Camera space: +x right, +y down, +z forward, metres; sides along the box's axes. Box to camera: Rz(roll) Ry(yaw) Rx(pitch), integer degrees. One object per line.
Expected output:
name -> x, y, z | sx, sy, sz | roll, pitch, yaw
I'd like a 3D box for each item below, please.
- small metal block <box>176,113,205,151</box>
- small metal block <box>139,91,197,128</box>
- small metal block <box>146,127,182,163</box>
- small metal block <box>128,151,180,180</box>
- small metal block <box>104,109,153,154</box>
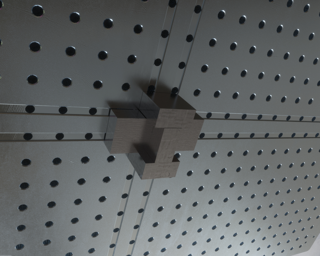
small metal block -> 0.027, 0.004, 0.430 | 0.050, 0.025, 0.050 | 1, 118, -29
small metal block -> 0.009, -0.023, 0.387 | 0.050, 0.050, 0.025 | 1, 118, -29
small metal block -> 0.000, 0.010, 0.402 | 0.025, 0.050, 0.050 | 1, 118, -29
small metal block -> -0.009, 0.043, 0.418 | 0.050, 0.050, 0.025 | 1, 118, -29
small metal block -> -0.039, 0.004, 0.393 | 0.050, 0.025, 0.050 | 0, 118, -29
